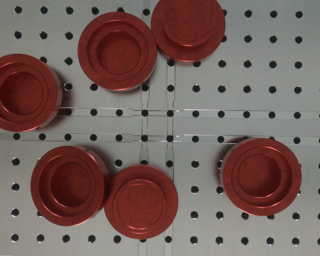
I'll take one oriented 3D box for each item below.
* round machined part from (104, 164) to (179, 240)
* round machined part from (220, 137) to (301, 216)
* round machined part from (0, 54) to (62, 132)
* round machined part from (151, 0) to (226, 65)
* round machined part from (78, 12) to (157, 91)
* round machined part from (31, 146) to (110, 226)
[{"bbox_3d":[-0.025,0.098,0.405,0.099,0.042,0.097,0,90,0],"label":"round machined part"},{"bbox_3d":[0.127,0.061,0.406,0.099,0.042,0.097,0,90,0],"label":"round machined part"},{"bbox_3d":[-0.176,-0.044,0.404,0.099,0.042,0.097,0,90,0],"label":"round machined part"},{"bbox_3d":[0.037,-0.136,0.405,0.099,0.042,0.097,0,90,0],"label":"round machined part"},{"bbox_3d":[-0.053,-0.096,0.404,0.099,0.042,0.097,0,90,0],"label":"round machined part"},{"bbox_3d":[-0.110,0.071,0.398,0.098,0.042,0.098,-1,87,12],"label":"round machined part"}]
